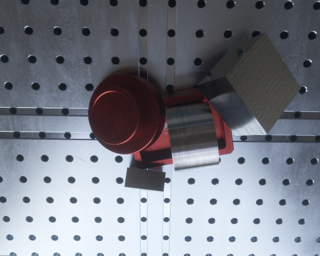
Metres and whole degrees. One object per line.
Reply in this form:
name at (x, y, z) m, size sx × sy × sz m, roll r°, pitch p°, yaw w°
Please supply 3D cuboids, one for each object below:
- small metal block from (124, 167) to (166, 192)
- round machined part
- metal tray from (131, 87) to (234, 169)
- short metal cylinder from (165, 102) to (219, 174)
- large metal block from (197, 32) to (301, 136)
small metal block at (-0.020, 0.072, 0.420) m, size 0.050 × 0.050 × 0.025 m, roll 8°, pitch 76°, yaw -2°
round machined part at (-0.047, -0.016, 0.374) m, size 0.098 × 0.042 × 0.097 m, roll 2°, pitch 96°, yaw 22°
metal tray at (0.025, -0.001, 0.408) m, size 0.131 × 0.030 × 0.089 m, roll -11°, pitch 110°, yaw 3°
short metal cylinder at (0.037, 0.011, 0.371) m, size 0.050 × 0.080 × 0.079 m, roll -9°, pitch 110°, yaw 2°
large metal block at (0.104, -0.048, 0.358) m, size 0.080 × 0.050 × 0.080 m, roll -47°, pitch 108°, yaw -23°
